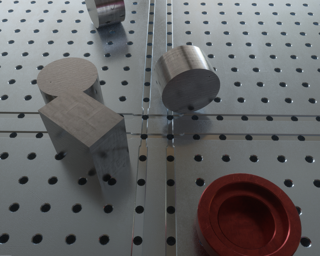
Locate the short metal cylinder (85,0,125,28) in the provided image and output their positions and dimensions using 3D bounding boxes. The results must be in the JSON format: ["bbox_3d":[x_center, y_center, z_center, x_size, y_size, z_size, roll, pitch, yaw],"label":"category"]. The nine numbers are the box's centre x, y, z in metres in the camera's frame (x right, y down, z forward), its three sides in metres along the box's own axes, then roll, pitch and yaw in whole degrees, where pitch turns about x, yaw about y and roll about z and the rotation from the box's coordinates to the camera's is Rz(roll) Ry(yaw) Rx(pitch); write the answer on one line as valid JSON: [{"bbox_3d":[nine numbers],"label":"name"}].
[{"bbox_3d":[-0.102,-0.228,0.563,0.050,0.080,0.080,-21,53,-17],"label":"short metal cylinder"}]

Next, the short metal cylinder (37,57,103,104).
[{"bbox_3d":[-0.124,-0.055,0.436,0.081,0.050,0.080,0,50,0],"label":"short metal cylinder"}]

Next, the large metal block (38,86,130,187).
[{"bbox_3d":[-0.085,0.010,0.362,0.080,0.080,0.050,31,57,23],"label":"large metal block"}]

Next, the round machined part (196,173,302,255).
[{"bbox_3d":[0.086,0.098,0.314,0.099,0.042,0.098,0,50,0],"label":"round machined part"}]

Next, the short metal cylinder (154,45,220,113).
[{"bbox_3d":[0.036,-0.066,0.427,0.081,0.080,0.050,-10,51,-8],"label":"short metal cylinder"}]
